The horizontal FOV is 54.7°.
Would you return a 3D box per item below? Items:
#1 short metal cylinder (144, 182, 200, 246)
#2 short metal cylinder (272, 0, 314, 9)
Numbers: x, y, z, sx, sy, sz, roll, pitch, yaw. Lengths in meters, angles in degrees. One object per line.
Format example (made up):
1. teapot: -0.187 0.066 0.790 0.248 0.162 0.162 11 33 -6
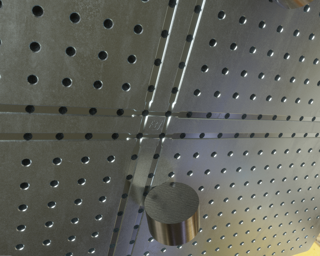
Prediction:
1. short metal cylinder: 0.020 0.128 0.468 0.081 0.080 0.050 -19 126 -18
2. short metal cylinder: 0.148 -0.183 0.346 0.050 0.080 0.080 18 109 -36
